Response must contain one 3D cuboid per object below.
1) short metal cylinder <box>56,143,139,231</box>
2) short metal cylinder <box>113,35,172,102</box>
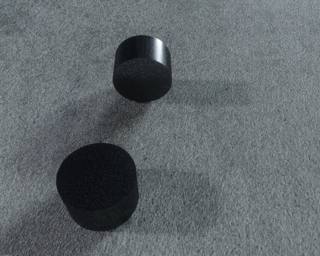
[{"bbox_3d":[-0.064,0.063,0.334,0.080,0.050,0.080,0,50,0],"label":"short metal cylinder"},{"bbox_3d":[-0.024,-0.082,0.436,0.081,0.080,0.050,-1,50,-1],"label":"short metal cylinder"}]
